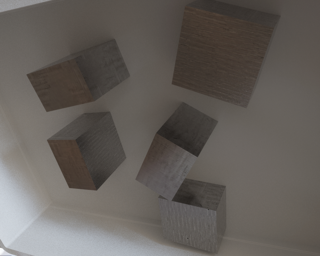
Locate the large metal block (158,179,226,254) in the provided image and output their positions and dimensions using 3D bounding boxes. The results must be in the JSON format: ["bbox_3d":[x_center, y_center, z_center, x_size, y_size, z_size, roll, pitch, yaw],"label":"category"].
[{"bbox_3d":[0.048,0.122,0.441,0.080,0.050,0.079,7,122,24],"label":"large metal block"}]

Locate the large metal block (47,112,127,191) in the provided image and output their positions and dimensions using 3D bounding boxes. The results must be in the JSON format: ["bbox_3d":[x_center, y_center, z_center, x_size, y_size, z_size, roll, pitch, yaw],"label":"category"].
[{"bbox_3d":[-0.100,0.031,0.443,0.050,0.080,0.080,-2,118,29],"label":"large metal block"}]

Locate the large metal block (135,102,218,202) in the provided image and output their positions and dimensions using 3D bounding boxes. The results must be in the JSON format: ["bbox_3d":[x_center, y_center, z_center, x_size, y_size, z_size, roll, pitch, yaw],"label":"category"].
[{"bbox_3d":[0.021,0.027,0.378,0.050,0.080,0.079,31,128,8],"label":"large metal block"}]

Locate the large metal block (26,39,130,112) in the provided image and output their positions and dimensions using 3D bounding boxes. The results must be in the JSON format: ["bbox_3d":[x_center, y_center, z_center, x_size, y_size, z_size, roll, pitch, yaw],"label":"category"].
[{"bbox_3d":[-0.098,-0.065,0.383,0.080,0.080,0.050,-8,114,31],"label":"large metal block"}]

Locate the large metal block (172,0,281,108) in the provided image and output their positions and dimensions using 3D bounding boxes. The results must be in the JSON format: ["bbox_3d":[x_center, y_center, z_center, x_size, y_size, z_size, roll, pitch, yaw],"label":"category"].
[{"bbox_3d":[0.064,-0.077,0.311,0.080,0.050,0.079,20,126,15],"label":"large metal block"}]
